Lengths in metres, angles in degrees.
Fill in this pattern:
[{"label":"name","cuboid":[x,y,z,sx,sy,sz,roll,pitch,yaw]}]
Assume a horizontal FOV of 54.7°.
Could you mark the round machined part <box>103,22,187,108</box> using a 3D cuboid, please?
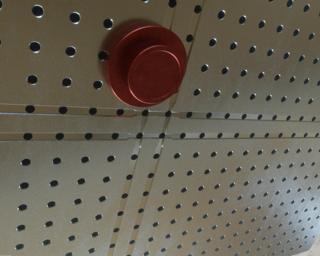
[{"label":"round machined part","cuboid":[-0.011,-0.067,0.354,0.099,0.042,0.097,-14,125,-21]}]
